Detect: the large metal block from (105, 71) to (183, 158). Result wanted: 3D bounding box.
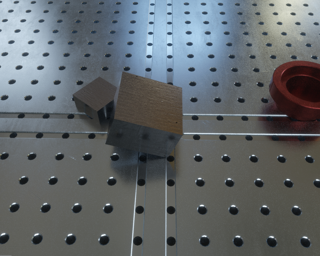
[{"bbox_3d":[-0.018,-0.017,0.390,0.081,0.050,0.080,14,49,-13],"label":"large metal block"}]

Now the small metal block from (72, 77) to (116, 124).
[{"bbox_3d":[-0.086,-0.041,0.441,0.050,0.025,0.050,33,57,24],"label":"small metal block"}]

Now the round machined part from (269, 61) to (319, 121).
[{"bbox_3d":[0.204,-0.048,0.438,0.099,0.042,0.098,0,50,0],"label":"round machined part"}]
